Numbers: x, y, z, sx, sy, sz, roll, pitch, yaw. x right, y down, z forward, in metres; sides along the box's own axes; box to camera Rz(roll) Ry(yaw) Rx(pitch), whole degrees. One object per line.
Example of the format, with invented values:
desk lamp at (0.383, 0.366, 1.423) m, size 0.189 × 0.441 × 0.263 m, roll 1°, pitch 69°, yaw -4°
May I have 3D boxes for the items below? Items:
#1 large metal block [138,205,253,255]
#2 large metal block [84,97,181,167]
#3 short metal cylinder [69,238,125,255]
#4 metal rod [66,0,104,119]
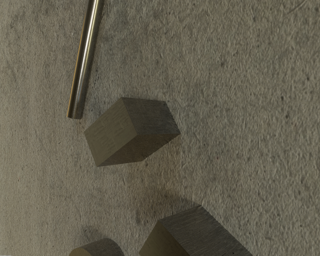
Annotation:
large metal block at (0.039, 0.137, 0.336) m, size 0.080 × 0.081 × 0.050 m, roll 41°, pitch 115°, yaw 32°
large metal block at (-0.035, 0.006, 0.396) m, size 0.080 × 0.081 × 0.050 m, roll -37°, pitch 67°, yaw 33°
short metal cylinder at (-0.095, 0.213, 0.464) m, size 0.080 × 0.050 × 0.079 m, roll 0°, pitch 90°, yaw 39°
metal rod at (-0.110, -0.160, 0.492) m, size 0.025 × 0.025 × 0.298 m, roll 22°, pitch 104°, yaw 37°
